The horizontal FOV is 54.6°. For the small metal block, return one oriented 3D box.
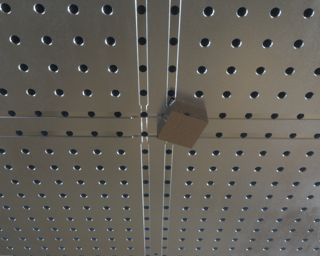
[{"bbox_3d":[0.029,-0.005,0.408,0.050,0.025,0.050,17,128,-14],"label":"small metal block"}]
